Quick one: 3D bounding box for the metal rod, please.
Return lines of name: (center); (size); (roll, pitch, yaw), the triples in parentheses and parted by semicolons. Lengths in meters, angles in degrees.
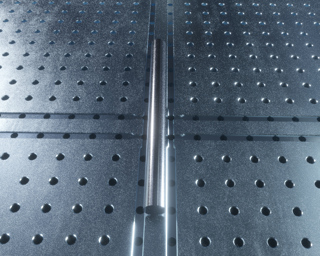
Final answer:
metal rod: (-0.004, -0.026, 0.430); (0.025, 0.025, 0.300); (1, 50, 0)
